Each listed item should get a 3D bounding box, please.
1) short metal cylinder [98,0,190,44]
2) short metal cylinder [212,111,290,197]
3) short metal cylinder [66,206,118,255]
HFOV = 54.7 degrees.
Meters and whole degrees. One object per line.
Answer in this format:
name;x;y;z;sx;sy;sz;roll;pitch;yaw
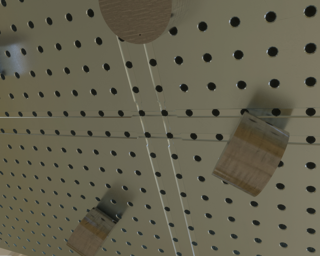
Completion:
short metal cylinder;-0.015;-0.133;0.320;0.080;0.050;0.079;13;124;20
short metal cylinder;0.098;0.028;0.341;0.050;0.080;0.079;28;128;10
short metal cylinder;-0.120;0.189;0.553;0.050;0.080;0.079;34;129;5
